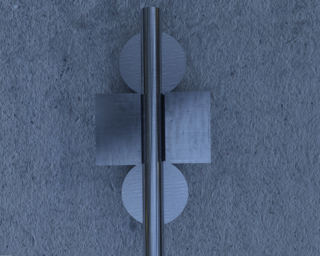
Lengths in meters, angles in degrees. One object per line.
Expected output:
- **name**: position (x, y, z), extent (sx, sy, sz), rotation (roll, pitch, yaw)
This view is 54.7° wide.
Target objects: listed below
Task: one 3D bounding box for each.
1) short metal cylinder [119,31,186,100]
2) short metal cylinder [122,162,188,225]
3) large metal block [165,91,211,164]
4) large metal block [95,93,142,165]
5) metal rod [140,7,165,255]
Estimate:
- **short metal cylinder**: position (-0.009, -0.078, 0.398), extent (0.081, 0.050, 0.080), rotation (0, 90, 0)
- **short metal cylinder**: position (-0.006, 0.078, 0.399), extent (0.081, 0.050, 0.080), rotation (0, 90, 0)
- **large metal block**: position (0.031, -0.001, 0.384), extent (0.050, 0.080, 0.080), rotation (-1, 90, 0)
- **large metal block**: position (-0.046, 0.001, 0.383), extent (0.050, 0.080, 0.080), rotation (-1, 90, 0)
- **metal rod**: position (-0.009, 0.013, 0.361), extent (0.025, 0.025, 0.298), rotation (-1, 90, 0)
